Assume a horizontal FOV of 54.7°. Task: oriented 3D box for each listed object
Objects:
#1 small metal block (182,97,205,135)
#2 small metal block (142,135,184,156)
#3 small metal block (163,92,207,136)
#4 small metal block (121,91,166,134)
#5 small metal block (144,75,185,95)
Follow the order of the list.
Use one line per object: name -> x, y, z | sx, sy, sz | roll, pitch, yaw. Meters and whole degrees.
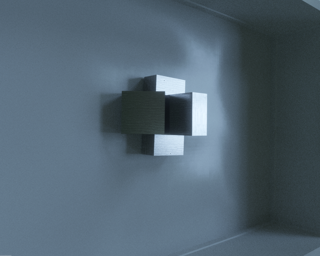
small metal block -> 0.047, -0.016, 0.428 | 0.050, 0.025, 0.050 | 5, 86, -79
small metal block -> 0.005, 0.010, 0.408 | 0.050, 0.025, 0.050 | 3, 88, -40
small metal block -> 0.030, -0.016, 0.380 | 0.025, 0.050, 0.050 | 1, 90, -41
small metal block -> -0.019, -0.018, 0.370 | 0.050, 0.025, 0.050 | 1, 90, 3
small metal block -> 0.006, -0.040, 0.408 | 0.050, 0.025, 0.050 | 3, 88, -41
